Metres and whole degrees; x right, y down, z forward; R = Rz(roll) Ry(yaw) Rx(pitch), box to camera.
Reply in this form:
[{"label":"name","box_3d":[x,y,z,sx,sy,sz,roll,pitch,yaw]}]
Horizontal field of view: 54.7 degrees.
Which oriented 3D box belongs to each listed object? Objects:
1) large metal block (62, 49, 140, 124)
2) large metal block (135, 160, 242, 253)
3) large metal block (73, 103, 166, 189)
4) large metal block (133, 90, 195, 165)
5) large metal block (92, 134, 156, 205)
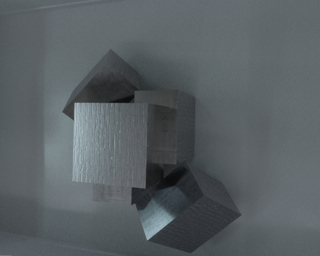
[{"label":"large metal block","box_3d":[-0.072,-0.048,0.397,0.050,0.080,0.080,40,105,-21]},{"label":"large metal block","box_3d":[0.033,0.094,0.360,0.080,0.080,0.050,-43,42,15]},{"label":"large metal block","box_3d":[-0.041,0.015,0.325,0.080,0.050,0.080,2,91,20]},{"label":"large metal block","box_3d":[0.008,-0.001,0.375,0.050,0.080,0.080,1,90,20]},{"label":"large metal block","box_3d":[-0.042,0.047,0.395,0.050,0.080,0.080,1,90,20]}]
